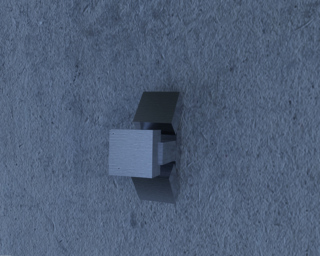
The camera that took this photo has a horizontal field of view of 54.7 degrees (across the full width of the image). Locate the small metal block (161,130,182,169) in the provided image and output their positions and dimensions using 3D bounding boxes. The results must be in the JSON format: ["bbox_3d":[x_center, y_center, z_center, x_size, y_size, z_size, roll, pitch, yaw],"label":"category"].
[{"bbox_3d":[0.001,0.026,0.410,0.050,0.025,0.050,3,91,19],"label":"small metal block"}]

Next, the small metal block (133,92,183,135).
[{"bbox_3d":[-0.001,-0.020,0.397,0.050,0.025,0.050,3,55,20],"label":"small metal block"}]

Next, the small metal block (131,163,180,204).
[{"bbox_3d":[-0.005,0.069,0.398,0.050,0.025,0.050,3,132,19],"label":"small metal block"}]

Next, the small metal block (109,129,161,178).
[{"bbox_3d":[-0.027,0.026,0.339,0.050,0.025,0.050,1,90,19],"label":"small metal block"}]

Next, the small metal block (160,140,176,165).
[{"bbox_3d":[-0.012,0.027,0.373,0.050,0.050,0.025,3,91,19],"label":"small metal block"}]
